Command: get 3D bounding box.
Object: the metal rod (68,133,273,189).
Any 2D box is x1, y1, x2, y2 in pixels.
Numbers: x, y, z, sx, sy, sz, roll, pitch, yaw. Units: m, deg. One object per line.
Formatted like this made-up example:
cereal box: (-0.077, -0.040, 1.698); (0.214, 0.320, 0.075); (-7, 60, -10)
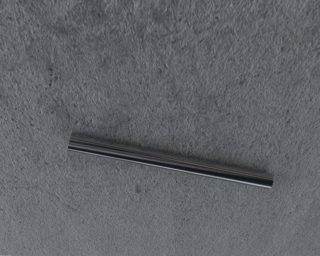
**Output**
metal rod: (0.023, 0.050, 0.449); (0.302, 0.025, 0.025); (12, 129, -11)
